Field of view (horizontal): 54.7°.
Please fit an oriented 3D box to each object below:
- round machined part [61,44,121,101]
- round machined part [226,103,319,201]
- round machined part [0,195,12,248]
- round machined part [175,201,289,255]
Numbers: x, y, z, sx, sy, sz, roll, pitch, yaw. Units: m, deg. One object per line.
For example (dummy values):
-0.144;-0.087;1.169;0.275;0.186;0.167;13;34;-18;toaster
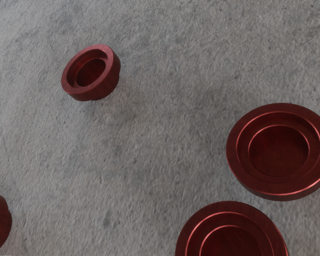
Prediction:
-0.105;-0.083;0.497;0.098;0.042;0.098;-13;56;20;round machined part
0.121;0.026;0.313;0.098;0.042;0.098;-13;56;20;round machined part
-0.251;0.141;0.436;0.098;0.042;0.098;-13;56;20;round machined part
0.067;0.121;0.283;0.098;0.042;0.098;-13;56;20;round machined part
